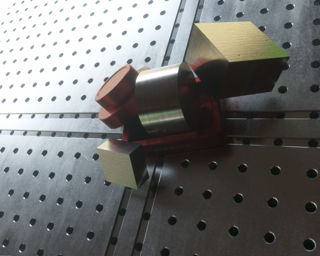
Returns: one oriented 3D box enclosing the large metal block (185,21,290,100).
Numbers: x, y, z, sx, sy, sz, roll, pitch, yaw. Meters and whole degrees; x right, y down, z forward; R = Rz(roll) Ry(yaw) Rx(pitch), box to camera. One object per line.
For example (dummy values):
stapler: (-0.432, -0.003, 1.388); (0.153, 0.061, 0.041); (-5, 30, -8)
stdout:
large metal block: (0.087, -0.083, 0.367); (0.081, 0.050, 0.080); (-10, 49, -22)

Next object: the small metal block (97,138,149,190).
small metal block: (-0.045, 0.043, 0.381); (0.050, 0.050, 0.025); (8, 31, 32)

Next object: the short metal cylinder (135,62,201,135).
short metal cylinder: (0.012, -0.033, 0.366); (0.050, 0.080, 0.080); (-8, 58, 23)

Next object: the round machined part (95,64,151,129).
round machined part: (-0.051, -0.049, 0.425); (0.098, 0.042, 0.098); (-36, 26, 21)

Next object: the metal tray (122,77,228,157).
metal tray: (0.017, -0.014, 0.402); (0.130, 0.030, 0.090); (-10, 57, 22)
